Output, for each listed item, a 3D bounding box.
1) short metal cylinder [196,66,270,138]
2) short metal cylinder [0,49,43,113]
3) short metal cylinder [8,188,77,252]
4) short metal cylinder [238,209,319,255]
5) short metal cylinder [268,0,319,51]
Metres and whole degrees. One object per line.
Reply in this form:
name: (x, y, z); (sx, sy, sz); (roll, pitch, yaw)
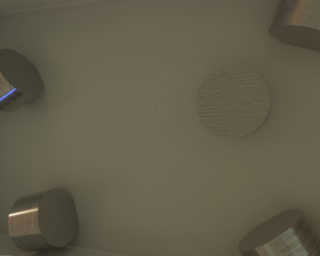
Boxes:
short metal cylinder: (0.088, -0.029, 0.366); (0.080, 0.050, 0.080); (0, 90, 20)
short metal cylinder: (-0.224, -0.070, 0.460); (0.050, 0.080, 0.080); (-29, 81, 18)
short metal cylinder: (-0.163, 0.130, 0.439); (0.050, 0.080, 0.080); (-17, 85, 19)
short metal cylinder: (0.133, 0.131, 0.334); (0.080, 0.080, 0.050); (-36, 78, 16)
short metal cylinder: (0.162, -0.117, 0.324); (0.080, 0.080, 0.050); (20, 97, 19)
